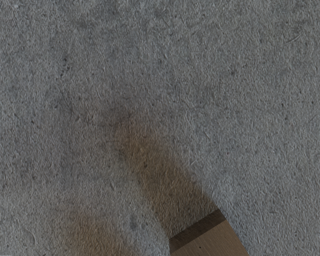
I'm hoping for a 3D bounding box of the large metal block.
[{"bbox_3d":[0.068,0.165,0.398,0.080,0.050,0.080,-32,90,0],"label":"large metal block"}]
